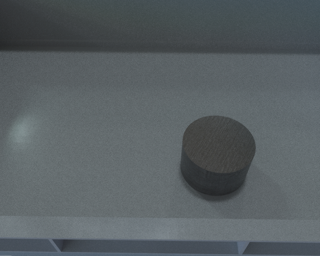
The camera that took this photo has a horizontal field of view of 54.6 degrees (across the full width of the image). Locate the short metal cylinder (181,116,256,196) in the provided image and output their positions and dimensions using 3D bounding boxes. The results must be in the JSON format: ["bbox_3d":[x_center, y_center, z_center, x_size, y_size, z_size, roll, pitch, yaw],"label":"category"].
[{"bbox_3d":[0.065,0.032,0.363,0.080,0.050,0.080,0,50,0],"label":"short metal cylinder"}]
